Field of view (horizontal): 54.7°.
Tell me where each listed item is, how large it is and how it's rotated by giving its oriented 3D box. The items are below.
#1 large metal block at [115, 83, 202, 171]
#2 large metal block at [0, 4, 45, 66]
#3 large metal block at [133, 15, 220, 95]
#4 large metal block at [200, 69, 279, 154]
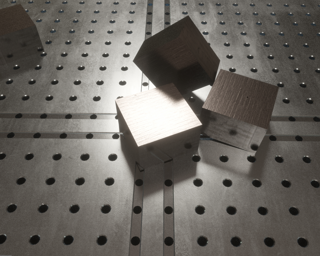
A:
[{"bbox_3d":[-0.004,-0.004,0.395,0.081,0.050,0.080,-19,53,-15],"label":"large metal block"},{"bbox_3d":[-0.254,-0.158,0.521,0.081,0.050,0.080,-26,55,-21],"label":"large metal block"},{"bbox_3d":[0.024,-0.093,0.429,0.080,0.080,0.050,-18,38,38],"label":"large metal block"},{"bbox_3d":[0.103,-0.024,0.410,0.080,0.050,0.080,20,53,12],"label":"large metal block"}]
